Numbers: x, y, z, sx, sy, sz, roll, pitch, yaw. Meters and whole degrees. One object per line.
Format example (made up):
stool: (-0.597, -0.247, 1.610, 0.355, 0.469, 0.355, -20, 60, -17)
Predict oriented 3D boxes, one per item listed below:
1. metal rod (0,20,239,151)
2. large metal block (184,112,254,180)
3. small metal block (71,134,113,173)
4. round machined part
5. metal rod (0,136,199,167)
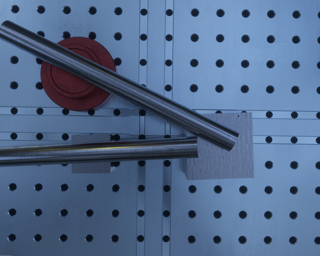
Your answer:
metal rod: (-0.049, -0.050, 0.364, 0.301, 0.025, 0.025, 26, 90, 2)
large metal block: (0.072, 0.022, 0.399, 0.081, 0.050, 0.079, -2, 90, -1)
small metal block: (-0.089, 0.034, 0.413, 0.050, 0.025, 0.050, 0, 90, -1)
round machined part: (-0.107, -0.071, 0.403, 0.099, 0.042, 0.097, 0, 90, -1)
metal rod: (-0.104, 0.032, 0.385, 0.301, 0.025, 0.025, -4, 90, 10)
